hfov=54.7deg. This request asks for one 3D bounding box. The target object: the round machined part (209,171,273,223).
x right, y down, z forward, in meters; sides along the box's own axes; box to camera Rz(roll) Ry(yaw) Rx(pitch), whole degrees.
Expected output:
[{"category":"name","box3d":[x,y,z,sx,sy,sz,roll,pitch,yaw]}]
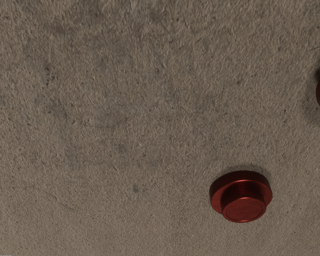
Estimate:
[{"category":"round machined part","box3d":[0.131,0.116,0.497,0.099,0.042,0.097,-1,130,0]}]

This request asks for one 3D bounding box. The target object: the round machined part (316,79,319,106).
[{"category":"round machined part","box3d":[0.230,-0.053,0.355,0.099,0.042,0.097,-1,130,0]}]
